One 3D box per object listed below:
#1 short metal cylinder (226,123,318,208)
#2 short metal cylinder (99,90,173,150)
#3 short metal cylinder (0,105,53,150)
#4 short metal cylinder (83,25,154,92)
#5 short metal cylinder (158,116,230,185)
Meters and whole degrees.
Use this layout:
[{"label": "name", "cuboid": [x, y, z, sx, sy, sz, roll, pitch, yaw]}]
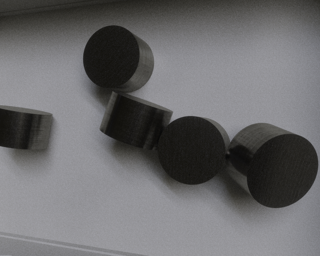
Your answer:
[{"label": "short metal cylinder", "cuboid": [0.119, 0.039, 0.336, 0.081, 0.050, 0.079, -3, 104, -13]}, {"label": "short metal cylinder", "cuboid": [-0.030, -0.010, 0.391, 0.080, 0.080, 0.050, 22, 97, 18]}, {"label": "short metal cylinder", "cuboid": [-0.203, -0.002, 0.451, 0.080, 0.080, 0.050, 12, 94, 19]}, {"label": "short metal cylinder", "cuboid": [-0.054, -0.090, 0.415, 0.080, 0.050, 0.079, 0, 90, 19]}, {"label": "short metal cylinder", "cuboid": [0.044, 0.026, 0.381, 0.080, 0.050, 0.079, 0, 90, 19]}]
